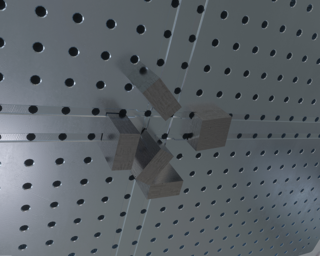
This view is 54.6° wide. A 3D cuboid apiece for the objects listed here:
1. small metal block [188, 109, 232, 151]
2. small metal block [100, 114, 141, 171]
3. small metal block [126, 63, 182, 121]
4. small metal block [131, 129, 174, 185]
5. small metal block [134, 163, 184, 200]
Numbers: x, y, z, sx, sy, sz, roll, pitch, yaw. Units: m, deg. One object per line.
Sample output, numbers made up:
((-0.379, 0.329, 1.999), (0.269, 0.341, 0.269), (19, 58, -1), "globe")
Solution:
((0.072, 0.003, 0.451), (0.050, 0.025, 0.050), (-7, 122, -25), "small metal block")
((-0.050, 0.016, 0.377), (0.025, 0.050, 0.050), (2, 118, -29), "small metal block")
((-0.007, -0.043, 0.364), (0.025, 0.050, 0.050), (-41, 129, 0), "small metal block")
((-0.017, 0.038, 0.408), (0.025, 0.050, 0.050), (34, 99, -38), "small metal block")
((-0.003, 0.072, 0.437), (0.050, 0.050, 0.025), (-1, 119, -28), "small metal block")
